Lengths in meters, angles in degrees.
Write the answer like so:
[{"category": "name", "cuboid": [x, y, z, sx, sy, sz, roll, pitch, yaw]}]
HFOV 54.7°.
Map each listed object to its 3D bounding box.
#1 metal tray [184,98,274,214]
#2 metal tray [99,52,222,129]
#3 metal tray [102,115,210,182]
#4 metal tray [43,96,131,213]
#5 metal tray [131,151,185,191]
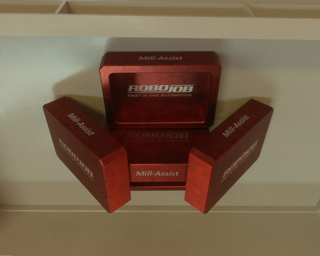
[{"category": "metal tray", "cuboid": [0.084, 0.031, 0.374, 0.030, 0.131, 0.089, 31, 138, 30]}, {"category": "metal tray", "cuboid": [0.001, -0.042, 0.367, 0.131, 0.030, 0.089, -1, 131, -1]}, {"category": "metal tray", "cuboid": [-0.004, 0.022, 0.383, 0.131, 0.090, 0.030, 0, 130, -1]}, {"category": "metal tray", "cuboid": [-0.088, 0.030, 0.371, 0.030, 0.130, 0.089, -30, 139, -31]}, {"category": "metal tray", "cuboid": [-0.003, 0.050, 0.444, 0.131, 0.030, 0.089, 0, 130, -1]}]
